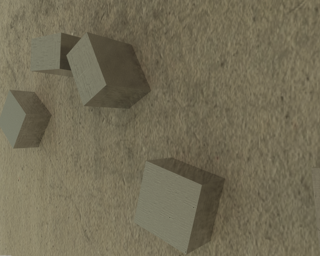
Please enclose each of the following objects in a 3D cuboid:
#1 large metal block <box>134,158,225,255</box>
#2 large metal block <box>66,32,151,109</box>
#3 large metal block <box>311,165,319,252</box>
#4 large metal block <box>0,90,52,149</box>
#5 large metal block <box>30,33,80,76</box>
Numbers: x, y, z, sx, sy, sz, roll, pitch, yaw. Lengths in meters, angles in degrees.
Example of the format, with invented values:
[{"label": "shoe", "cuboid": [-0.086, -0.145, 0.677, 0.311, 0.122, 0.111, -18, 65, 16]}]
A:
[{"label": "large metal block", "cuboid": [0.022, 0.087, 0.369, 0.080, 0.050, 0.079, 18, 102, 38]}, {"label": "large metal block", "cuboid": [-0.069, -0.075, 0.424, 0.050, 0.081, 0.080, -35, 69, 34]}, {"label": "large metal block", "cuboid": [0.158, 0.066, 0.238, 0.050, 0.081, 0.080, -7, 86, 39]}, {"label": "large metal block", "cuboid": [-0.265, -0.017, 0.603, 0.080, 0.050, 0.080, 45, 116, 30]}, {"label": "large metal block", "cuboid": [-0.143, -0.110, 0.484, 0.080, 0.081, 0.050, 6, 94, 39]}]
